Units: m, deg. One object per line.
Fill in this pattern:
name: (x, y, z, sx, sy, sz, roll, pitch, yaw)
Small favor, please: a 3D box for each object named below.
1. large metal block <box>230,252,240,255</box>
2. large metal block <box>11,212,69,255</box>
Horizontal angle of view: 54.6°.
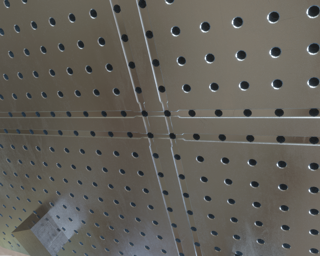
large metal block: (0.133, 0.254, 0.482, 0.080, 0.050, 0.079, 21, 126, 15)
large metal block: (-0.264, 0.239, 0.683, 0.080, 0.050, 0.080, -21, 107, 36)
